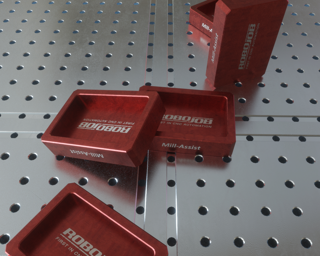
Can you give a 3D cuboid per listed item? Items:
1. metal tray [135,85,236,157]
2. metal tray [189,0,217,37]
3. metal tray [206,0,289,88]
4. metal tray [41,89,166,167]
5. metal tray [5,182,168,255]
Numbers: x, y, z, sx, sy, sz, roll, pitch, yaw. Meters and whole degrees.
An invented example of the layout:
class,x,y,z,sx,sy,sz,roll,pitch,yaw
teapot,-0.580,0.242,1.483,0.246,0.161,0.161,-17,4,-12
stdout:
class,x,y,z,sx,sy,sz,roll,pitch,yaw
metal tray,0.032,-0.011,0.414,0.131,0.030,0.090,5,50,4
metal tray,0.127,-0.194,0.567,0.091,0.030,0.130,-29,56,-22
metal tray,0.119,-0.123,0.444,0.091,0.129,0.030,-16,52,-13
metal tray,-0.069,-0.005,0.380,0.130,0.030,0.090,5,52,26
metal tray,-0.069,0.122,0.301,0.130,0.030,0.090,28,55,21
